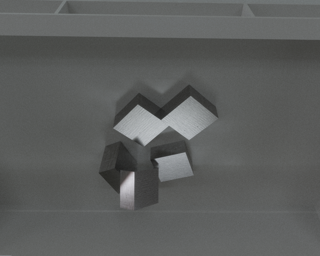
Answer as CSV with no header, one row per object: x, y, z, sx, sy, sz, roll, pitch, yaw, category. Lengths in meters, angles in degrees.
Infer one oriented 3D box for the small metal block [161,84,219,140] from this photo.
0.037,-0.019,0.393,0.050,0.025,0.050,36,121,-27,small metal block

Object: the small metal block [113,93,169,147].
-0.024,-0.009,0.401,0.050,0.025,0.050,34,122,-26,small metal block

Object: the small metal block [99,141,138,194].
-0.058,0.056,0.439,0.025,0.050,0.050,-19,128,19,small metal block

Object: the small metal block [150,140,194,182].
0.018,0.049,0.450,0.050,0.025,0.050,-13,129,11,small metal block

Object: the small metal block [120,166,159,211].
-0.027,0.080,0.422,0.025,0.050,0.050,1,-179,37,small metal block
